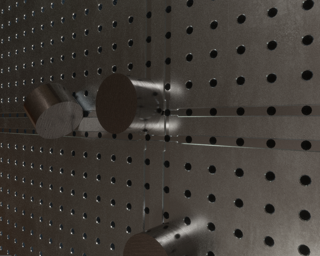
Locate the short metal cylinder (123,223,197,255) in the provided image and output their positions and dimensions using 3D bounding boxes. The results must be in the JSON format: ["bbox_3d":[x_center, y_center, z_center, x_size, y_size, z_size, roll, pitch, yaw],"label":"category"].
[{"bbox_3d":[-0.001,0.167,0.392,0.080,0.050,0.079,0,90,39],"label":"short metal cylinder"}]

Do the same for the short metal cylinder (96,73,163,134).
[{"bbox_3d":[-0.043,-0.032,0.426,0.080,0.050,0.079,0,90,39],"label":"short metal cylinder"}]

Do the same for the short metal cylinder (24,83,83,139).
[{"bbox_3d":[-0.177,-0.028,0.516,0.050,0.081,0.080,49,119,29],"label":"short metal cylinder"}]
